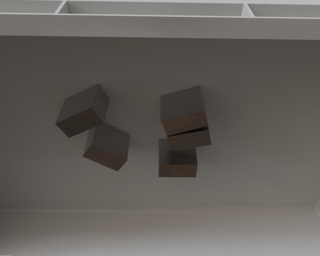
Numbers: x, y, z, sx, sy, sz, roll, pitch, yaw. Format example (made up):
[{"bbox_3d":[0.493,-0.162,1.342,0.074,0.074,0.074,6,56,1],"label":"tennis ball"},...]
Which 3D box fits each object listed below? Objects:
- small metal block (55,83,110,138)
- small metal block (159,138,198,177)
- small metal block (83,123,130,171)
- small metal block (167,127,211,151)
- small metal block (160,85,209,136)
[{"bbox_3d":[-0.092,-0.021,0.373,0.050,0.050,0.025,-22,127,17],"label":"small metal block"},{"bbox_3d":[0.024,0.041,0.427,0.050,0.050,0.025,1,130,-1],"label":"small metal block"},{"bbox_3d":[-0.070,0.023,0.411,0.050,0.050,0.025,28,125,-22],"label":"small metal block"},{"bbox_3d":[0.035,-0.001,0.392,0.050,0.050,0.025,-10,129,8],"label":"small metal block"},{"bbox_3d":[0.028,-0.022,0.374,0.050,0.050,0.025,-14,129,11],"label":"small metal block"}]
